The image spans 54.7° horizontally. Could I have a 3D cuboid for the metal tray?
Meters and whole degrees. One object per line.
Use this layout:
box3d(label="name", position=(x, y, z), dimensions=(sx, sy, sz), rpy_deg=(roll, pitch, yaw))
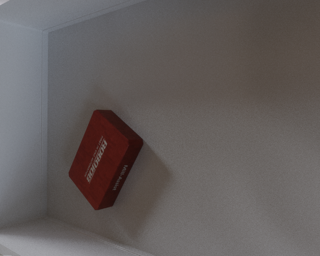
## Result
box3d(label="metal tray", position=(-0.087, 0.048, 0.476), dimensions=(0.090, 0.030, 0.129), rpy_deg=(41, 115, 32))
